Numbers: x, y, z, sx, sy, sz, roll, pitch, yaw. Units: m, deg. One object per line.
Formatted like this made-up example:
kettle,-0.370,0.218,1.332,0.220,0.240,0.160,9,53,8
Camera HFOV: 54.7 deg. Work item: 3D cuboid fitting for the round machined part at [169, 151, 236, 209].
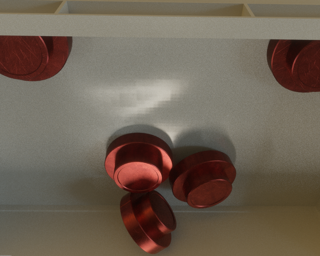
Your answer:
round machined part,0.066,0.081,0.453,0.099,0.042,0.097,-10,134,-10

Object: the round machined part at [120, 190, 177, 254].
round machined part,-0.012,0.133,0.465,0.042,0.098,0.098,-36,122,13

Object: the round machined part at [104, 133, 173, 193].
round machined part,-0.031,0.057,0.446,0.099,0.042,0.097,0,130,0

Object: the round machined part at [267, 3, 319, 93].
round machined part,0.171,-0.078,0.333,0.099,0.042,0.097,0,130,0

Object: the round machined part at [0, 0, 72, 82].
round machined part,-0.145,-0.089,0.320,0.099,0.042,0.097,0,131,0
